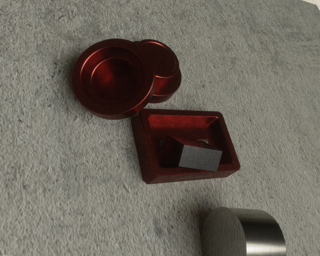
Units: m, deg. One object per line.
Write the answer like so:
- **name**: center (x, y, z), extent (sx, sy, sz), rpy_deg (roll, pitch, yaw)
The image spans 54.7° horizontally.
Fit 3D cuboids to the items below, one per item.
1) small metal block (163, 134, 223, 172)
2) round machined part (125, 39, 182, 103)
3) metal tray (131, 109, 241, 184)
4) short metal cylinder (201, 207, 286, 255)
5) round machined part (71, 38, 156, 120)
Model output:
- **small metal block**: center (0.038, 0.029, 0.372), extent (0.050, 0.050, 0.025), rpy_deg (11, 98, -23)
- **round machined part**: center (-0.012, -0.087, 0.441), extent (0.099, 0.042, 0.098), rpy_deg (14, 56, -21)
- **metal tray**: center (0.035, 0.022, 0.407), extent (0.131, 0.030, 0.090), rpy_deg (0, 62, -28)
- **short metal cylinder**: center (0.088, 0.129, 0.339), extent (0.050, 0.080, 0.080), rpy_deg (11, 57, -23)
- **round machined part**: center (-0.054, -0.056, 0.381), extent (0.099, 0.042, 0.098), rpy_deg (-1, 74, 4)
